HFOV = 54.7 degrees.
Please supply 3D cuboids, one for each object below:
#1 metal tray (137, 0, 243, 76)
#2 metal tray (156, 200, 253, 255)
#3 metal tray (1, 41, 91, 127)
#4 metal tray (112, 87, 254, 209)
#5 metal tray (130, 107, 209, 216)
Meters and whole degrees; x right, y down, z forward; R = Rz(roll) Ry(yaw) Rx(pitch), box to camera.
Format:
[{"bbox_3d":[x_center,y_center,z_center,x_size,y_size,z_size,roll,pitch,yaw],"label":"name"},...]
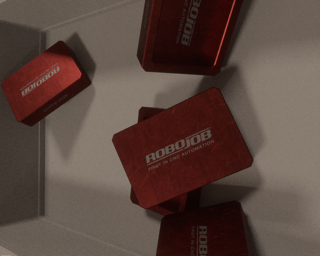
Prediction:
[{"bbox_3d":[0.032,-0.119,0.310,0.030,0.091,0.129,-113,29,-50],"label":"metal tray"},{"bbox_3d":[0.041,0.132,0.292,0.090,0.130,0.030,-17,116,16],"label":"metal tray"},{"bbox_3d":[-0.192,-0.075,0.520,0.130,0.030,0.090,-35,67,3],"label":"metal tray"},{"bbox_3d":[0.023,0.023,0.341,0.130,0.030,0.090,-25,84,13],"label":"metal tray"},{"bbox_3d":[0.010,0.042,0.393,0.090,0.030,0.129,10,96,39],"label":"metal tray"}]
